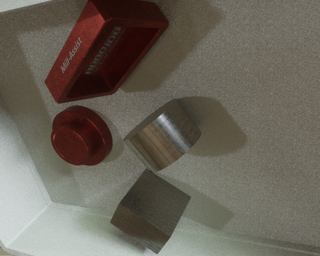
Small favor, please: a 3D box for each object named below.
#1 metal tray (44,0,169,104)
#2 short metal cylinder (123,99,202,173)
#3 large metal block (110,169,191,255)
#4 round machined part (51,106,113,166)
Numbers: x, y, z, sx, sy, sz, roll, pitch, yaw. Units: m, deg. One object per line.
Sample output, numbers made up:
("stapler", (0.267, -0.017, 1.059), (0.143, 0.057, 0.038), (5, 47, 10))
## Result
("metal tray", (-0.060, -0.082, 0.343), (0.129, 0.091, 0.030), (-43, 74, 39))
("short metal cylinder", (0.003, 0.009, 0.376), (0.080, 0.080, 0.050), (-32, 101, 38))
("large metal block", (-0.012, 0.119, 0.452), (0.080, 0.080, 0.050), (32, 128, 7))
("round machined part", (-0.126, 0.018, 0.473), (0.098, 0.042, 0.097), (13, 124, 20))
